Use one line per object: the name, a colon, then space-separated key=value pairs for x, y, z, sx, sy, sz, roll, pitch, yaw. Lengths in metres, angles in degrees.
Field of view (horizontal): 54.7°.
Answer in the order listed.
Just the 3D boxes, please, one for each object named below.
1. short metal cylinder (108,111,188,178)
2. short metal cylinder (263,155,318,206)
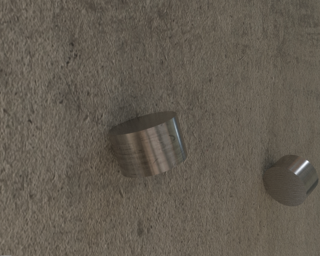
short metal cylinder: x=-0.013 y=0.017 z=0.358 sx=0.081 sy=0.080 sz=0.050 roll=-26 pitch=107 yaw=-37
short metal cylinder: x=0.239 y=0.096 z=0.570 sx=0.050 sy=0.080 sz=0.080 roll=-28 pitch=108 yaw=-37
